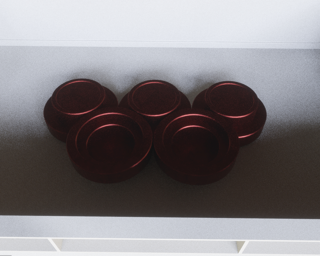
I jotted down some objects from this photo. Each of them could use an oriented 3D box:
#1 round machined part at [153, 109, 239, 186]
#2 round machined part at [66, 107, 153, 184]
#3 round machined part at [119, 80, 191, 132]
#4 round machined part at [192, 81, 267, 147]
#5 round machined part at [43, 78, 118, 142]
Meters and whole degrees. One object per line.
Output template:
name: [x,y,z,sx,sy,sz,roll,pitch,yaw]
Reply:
round machined part: [0.041,0.026,0.370,0.099,0.042,0.098,0,50,0]
round machined part: [-0.057,0.024,0.371,0.099,0.042,0.098,0,50,0]
round machined part: [-0.007,-0.027,0.414,0.099,0.042,0.098,0,49,0]
round machined part: [0.092,-0.025,0.412,0.099,0.042,0.098,0,49,0]
round machined part: [-0.105,-0.029,0.414,0.099,0.042,0.098,1,49,-1]
